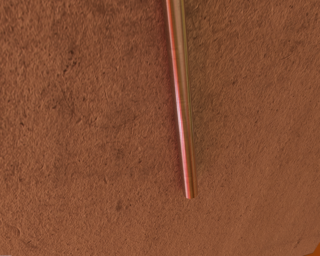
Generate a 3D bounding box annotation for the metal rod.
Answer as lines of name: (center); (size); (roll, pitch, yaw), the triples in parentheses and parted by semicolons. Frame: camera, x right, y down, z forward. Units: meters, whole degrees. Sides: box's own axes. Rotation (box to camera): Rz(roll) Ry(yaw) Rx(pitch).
metal rod: (0.031, -0.018, 0.411); (0.025, 0.025, 0.298); (-20, 126, -17)
